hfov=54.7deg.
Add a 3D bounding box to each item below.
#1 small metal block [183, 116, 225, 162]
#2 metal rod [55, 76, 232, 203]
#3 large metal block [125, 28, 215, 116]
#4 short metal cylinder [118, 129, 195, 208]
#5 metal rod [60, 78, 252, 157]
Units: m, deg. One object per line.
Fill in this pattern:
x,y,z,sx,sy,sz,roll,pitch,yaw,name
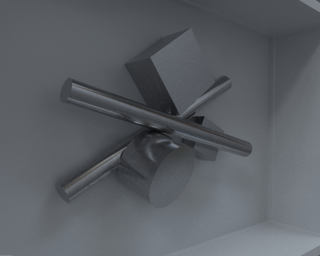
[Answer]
0.064,0.016,0.459,0.050,0.025,0.050,33,69,-35,small metal block
0.001,-0.002,0.407,0.302,0.025,0.025,-34,112,-35,metal rod
0.016,-0.071,0.403,0.080,0.050,0.080,-43,117,-31,large metal block
-0.003,0.048,0.370,0.081,0.050,0.079,-31,134,-38,short metal cylinder
0.022,-0.002,0.392,0.302,0.025,0.025,17,79,-39,metal rod
